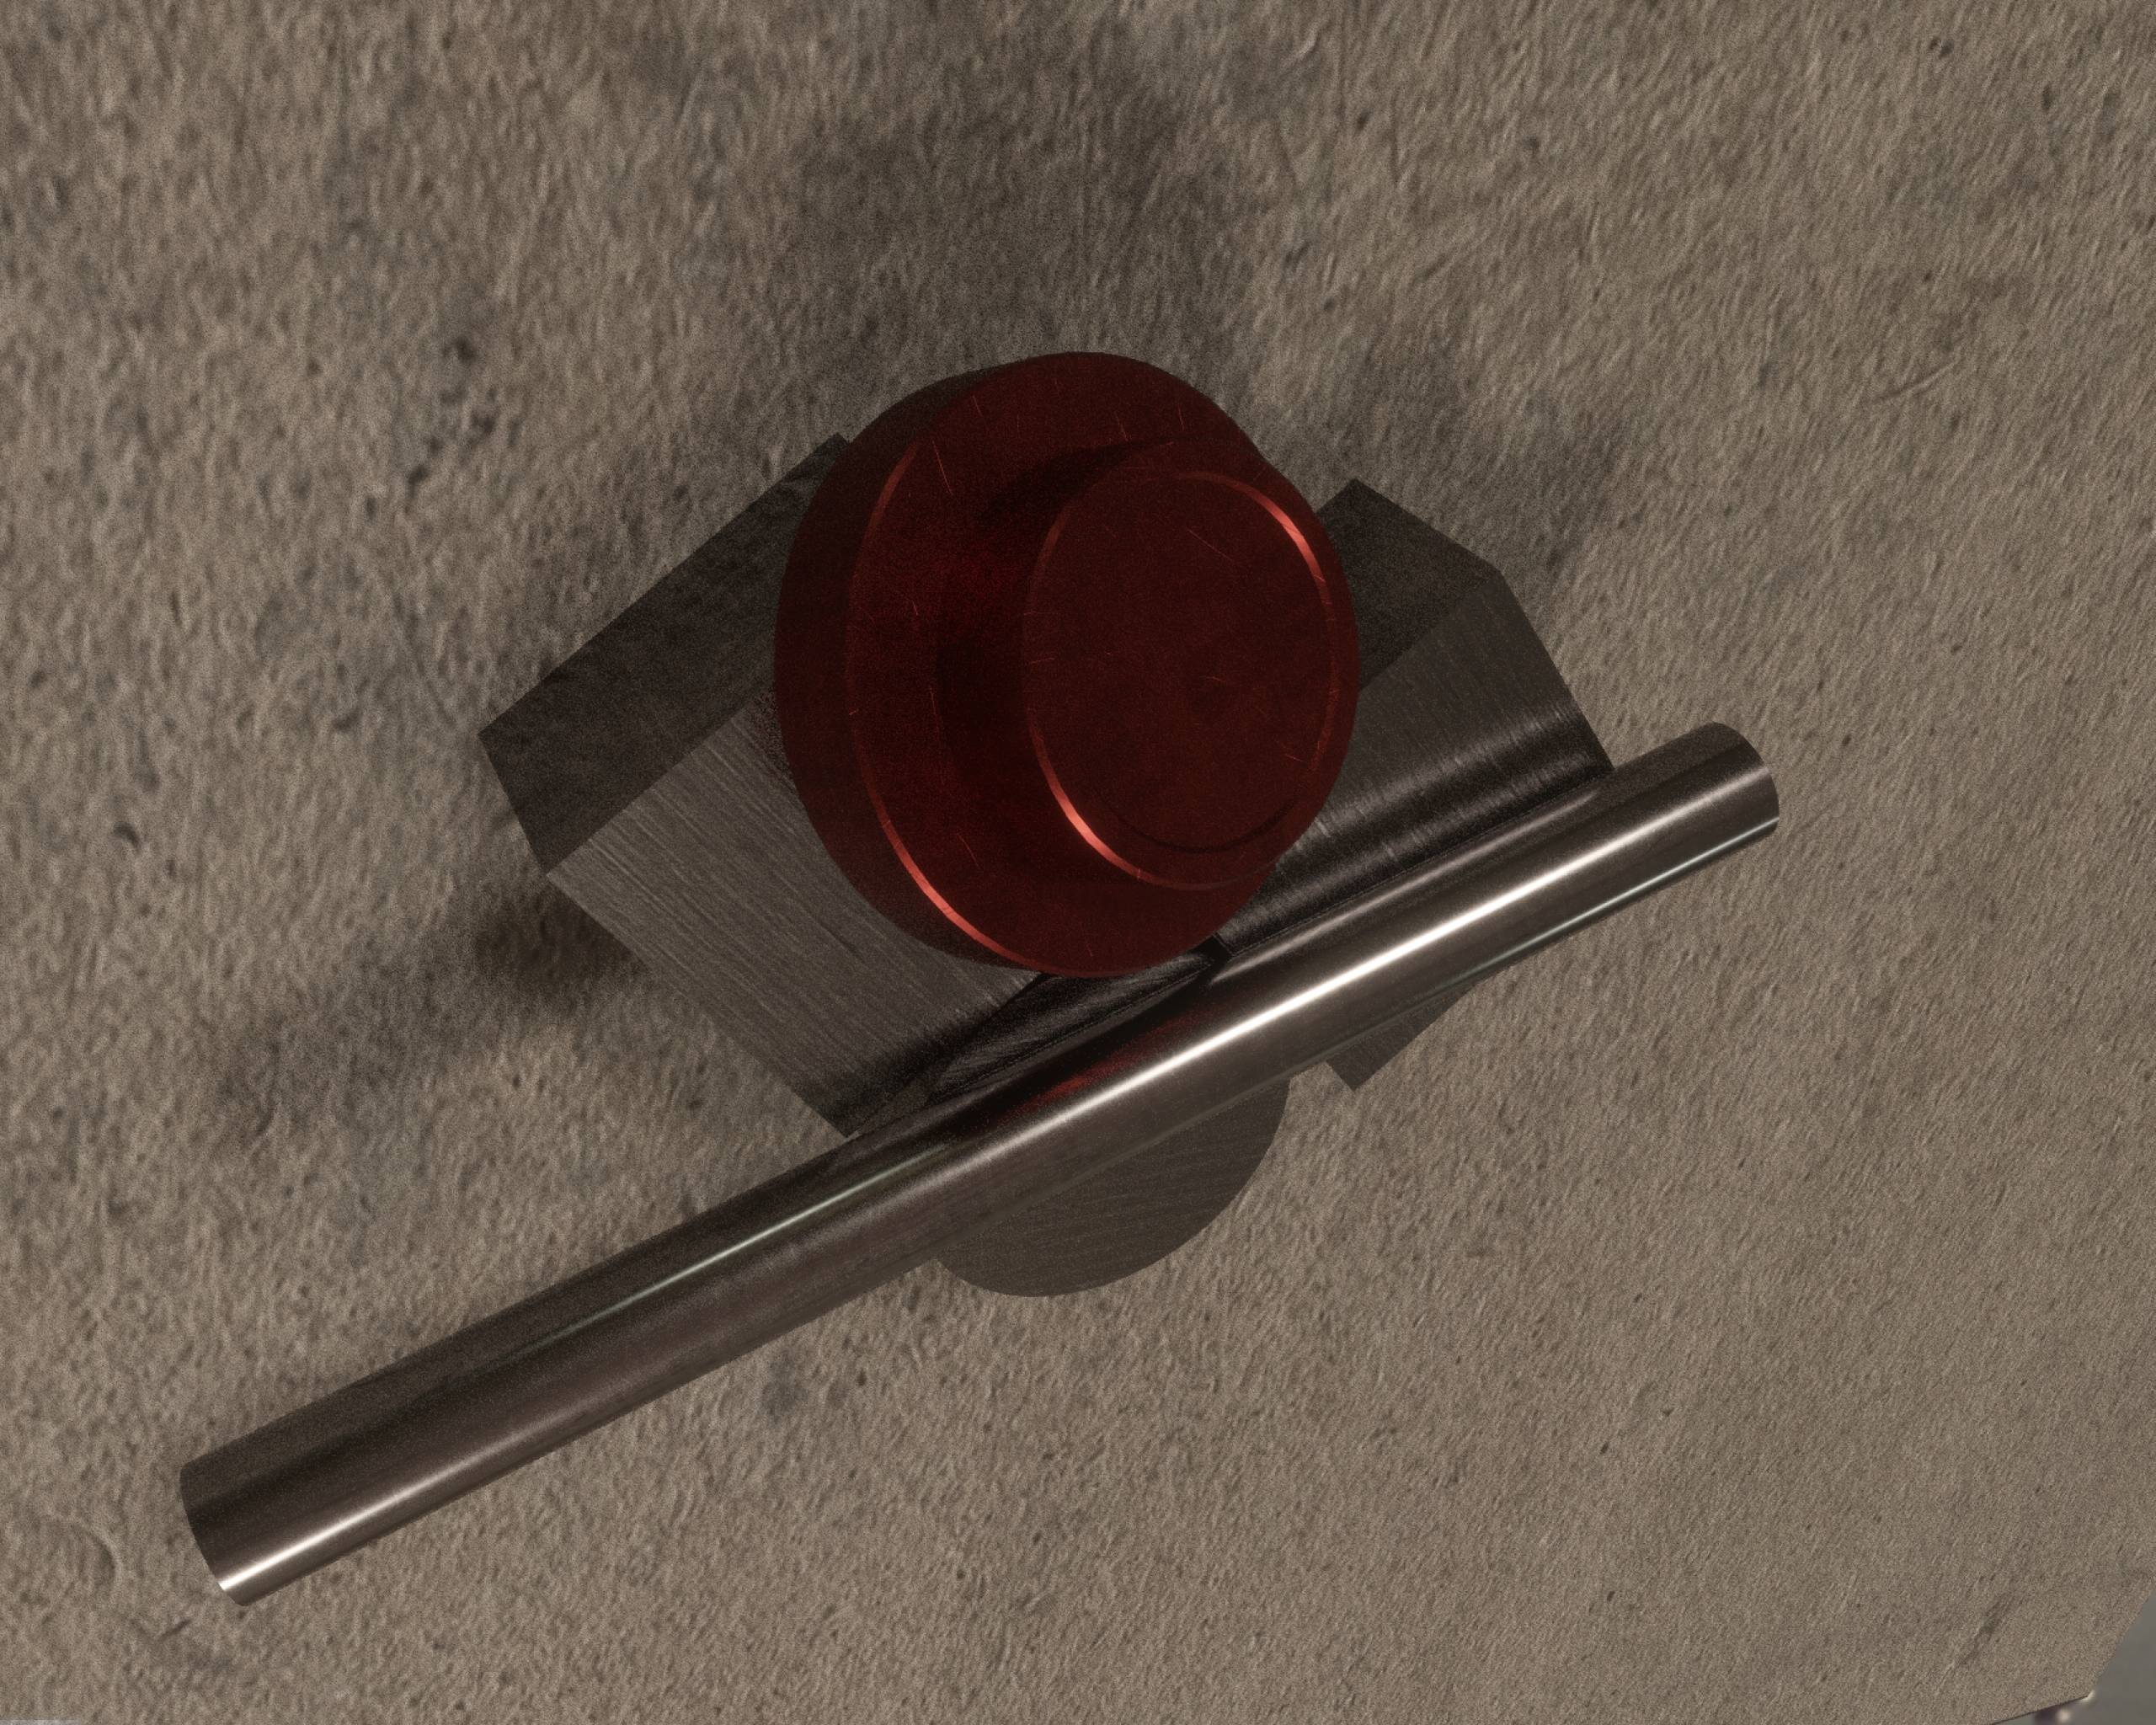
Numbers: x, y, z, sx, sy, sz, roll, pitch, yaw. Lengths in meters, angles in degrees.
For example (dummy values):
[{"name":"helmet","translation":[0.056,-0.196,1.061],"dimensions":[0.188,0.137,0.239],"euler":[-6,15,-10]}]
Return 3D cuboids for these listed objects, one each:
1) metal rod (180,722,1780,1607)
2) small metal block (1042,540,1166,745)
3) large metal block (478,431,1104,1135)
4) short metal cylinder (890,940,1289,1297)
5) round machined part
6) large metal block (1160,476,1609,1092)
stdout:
[{"name":"metal rod","translation":[-0.005,0.046,0.370],"dimensions":[0.302,0.025,0.025],"euler":[-25,128,-13]},{"name":"small metal block","translation":[0.011,-0.054,0.381],"dimensions":[0.050,0.025,0.050],"euler":[-40,130,-1]},{"name":"large metal block","translation":[-0.041,-0.012,0.362],"dimensions":[0.080,0.050,0.080],"euler":[-41,130,-1]},{"name":"short metal cylinder","translation":[-0.005,0.039,0.414],"dimensions":[0.081,0.050,0.079],"euler":[-14,125,-21]},{"name":"round machined part","translation":[0.006,-0.030,0.326],"dimensions":[0.099,0.042,0.097],"euler":[-3,94,-40]},{"name":"large metal block","translation":[0.055,-0.015,0.415],"dimensions":[0.080,0.050,0.080],"euler":[-41,130,0]}]
